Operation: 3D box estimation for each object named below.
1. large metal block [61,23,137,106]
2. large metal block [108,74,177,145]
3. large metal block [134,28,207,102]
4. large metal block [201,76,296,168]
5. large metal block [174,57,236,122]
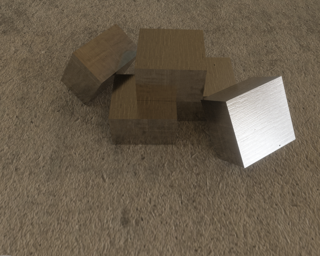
[{"bbox_3d":[-0.083,-0.086,0.431,0.050,0.080,0.080,47,58,-6],"label":"large metal block"},{"bbox_3d":[-0.020,-0.025,0.407,0.081,0.050,0.080,0,50,0],"label":"large metal block"},{"bbox_3d":[0.013,-0.080,0.388,0.081,0.050,0.080,2,50,1],"label":"large metal block"},{"bbox_3d":[0.106,-0.010,0.370,0.081,0.080,0.050,-25,17,-20],"label":"large metal block"},{"bbox_3d":[0.060,-0.055,0.436,0.081,0.050,0.080,0,50,0],"label":"large metal block"}]
